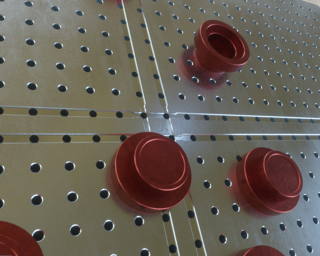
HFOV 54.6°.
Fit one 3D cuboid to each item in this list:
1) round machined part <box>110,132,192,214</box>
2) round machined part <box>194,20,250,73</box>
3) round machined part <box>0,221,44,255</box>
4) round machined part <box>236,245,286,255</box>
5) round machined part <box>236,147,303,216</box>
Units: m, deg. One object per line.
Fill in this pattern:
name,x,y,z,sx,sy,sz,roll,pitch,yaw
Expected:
round machined part,-0.005,0.047,0.365,0.099,0.042,0.098,14,56,-21
round machined part,0.101,-0.134,0.533,0.099,0.042,0.098,13,56,-21
round machined part,-0.142,0.122,0.246,0.099,0.042,0.098,13,56,-21
round machined part,0.129,0.185,0.353,0.099,0.042,0.098,13,56,-21
round machined part,0.161,0.071,0.440,0.099,0.042,0.098,13,56,-21
